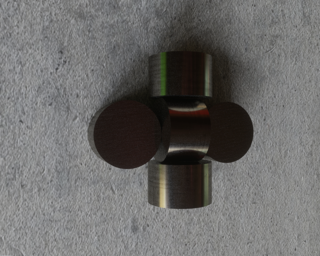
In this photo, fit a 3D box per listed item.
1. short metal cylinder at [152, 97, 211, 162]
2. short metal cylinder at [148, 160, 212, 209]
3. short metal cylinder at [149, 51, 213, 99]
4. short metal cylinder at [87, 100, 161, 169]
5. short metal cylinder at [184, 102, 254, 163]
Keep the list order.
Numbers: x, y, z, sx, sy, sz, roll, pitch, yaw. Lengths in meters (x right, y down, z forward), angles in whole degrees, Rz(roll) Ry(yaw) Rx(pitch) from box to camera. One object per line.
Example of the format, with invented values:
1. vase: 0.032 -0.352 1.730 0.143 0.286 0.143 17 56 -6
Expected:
1. short metal cylinder: 0.022 0.002 0.390 0.050 0.080 0.080 1 90 -20
2. short metal cylinder: 0.025 0.067 0.391 0.081 0.080 0.050 0 90 -20
3. short metal cylinder: 0.026 -0.063 0.391 0.081 0.080 0.050 0 90 -20
4. short metal cylinder: -0.045 0.008 0.380 0.081 0.050 0.080 0 90 -21
5. short metal cylinder: 0.079 0.005 0.426 0.081 0.050 0.080 0 91 -20
